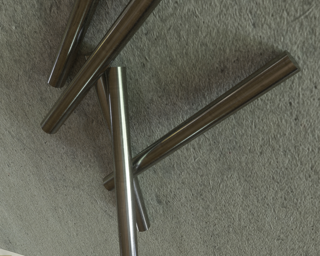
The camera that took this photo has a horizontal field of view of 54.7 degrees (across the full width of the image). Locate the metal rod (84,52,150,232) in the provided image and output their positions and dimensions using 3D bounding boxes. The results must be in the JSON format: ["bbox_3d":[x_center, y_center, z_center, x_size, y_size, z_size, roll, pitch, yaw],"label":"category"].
[{"bbox_3d":[-0.056,0.036,0.458,0.025,0.025,0.298,3,120,27],"label":"metal rod"}]

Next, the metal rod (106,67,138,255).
[{"bbox_3d":[-0.048,0.071,0.409,0.025,0.025,0.298,2,101,27],"label":"metal rod"}]

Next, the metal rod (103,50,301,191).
[{"bbox_3d":[0.027,0.009,0.380,0.299,0.025,0.025,-36,98,33],"label":"metal rod"}]

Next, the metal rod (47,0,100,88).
[{"bbox_3d":[-0.077,-0.157,0.350,0.025,0.025,0.298,39,129,1],"label":"metal rod"}]

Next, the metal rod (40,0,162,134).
[{"bbox_3d":[-0.062,-0.088,0.358,0.025,0.025,0.299,45,121,-3],"label":"metal rod"}]
